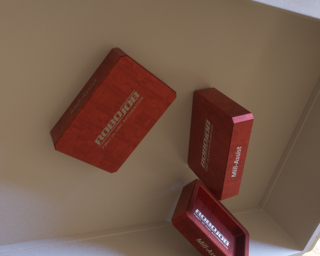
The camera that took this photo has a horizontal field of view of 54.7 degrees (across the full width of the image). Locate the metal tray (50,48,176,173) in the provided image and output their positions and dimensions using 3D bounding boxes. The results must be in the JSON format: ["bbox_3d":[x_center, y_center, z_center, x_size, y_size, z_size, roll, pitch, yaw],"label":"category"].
[{"bbox_3d":[-0.054,-0.016,0.366,0.090,0.030,0.130,32,100,-38],"label":"metal tray"}]

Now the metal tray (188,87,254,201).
[{"bbox_3d":[0.076,0.021,0.421,0.030,0.090,0.129,-12,124,-22],"label":"metal tray"}]

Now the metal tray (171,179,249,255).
[{"bbox_3d":[0.080,0.150,0.465,0.030,0.090,0.130,-39,98,28],"label":"metal tray"}]
